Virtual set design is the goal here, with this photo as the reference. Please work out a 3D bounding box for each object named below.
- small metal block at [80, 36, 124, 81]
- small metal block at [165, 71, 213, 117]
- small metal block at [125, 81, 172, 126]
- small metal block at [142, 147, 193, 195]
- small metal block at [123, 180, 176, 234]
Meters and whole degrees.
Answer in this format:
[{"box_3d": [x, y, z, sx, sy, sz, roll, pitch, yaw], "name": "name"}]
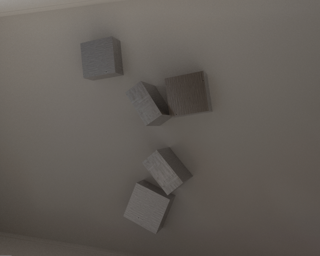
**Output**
[{"box_3d": [-0.082, -0.097, 0.438, 0.050, 0.025, 0.050, -6, 88, 19], "name": "small metal block"}, {"box_3d": [0.037, -0.042, 0.397, 0.050, 0.025, 0.050, -8, 87, 19], "name": "small metal block"}, {"box_3d": [-0.012, -0.030, 0.401, 0.025, 0.050, 0.050, -35, 79, 16], "name": "small metal block"}, {"box_3d": [0.011, 0.053, 0.393, 0.025, 0.050, 0.050, -43, 77, 15], "name": "small metal block"}, {"box_3d": [-0.014, 0.104, 0.415, 0.050, 0.025, 0.050, 24, 98, 18], "name": "small metal block"}]
